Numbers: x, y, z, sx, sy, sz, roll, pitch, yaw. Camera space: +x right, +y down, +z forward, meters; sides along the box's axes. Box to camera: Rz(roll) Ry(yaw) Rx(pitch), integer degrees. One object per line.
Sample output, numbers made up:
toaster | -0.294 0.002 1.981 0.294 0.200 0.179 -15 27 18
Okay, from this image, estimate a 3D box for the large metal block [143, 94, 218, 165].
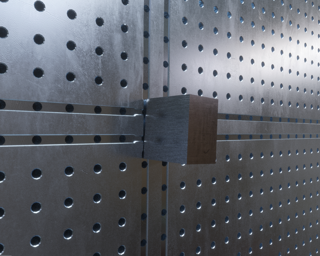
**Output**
large metal block | 0.025 0.002 0.395 0.050 0.080 0.080 4 87 -40
